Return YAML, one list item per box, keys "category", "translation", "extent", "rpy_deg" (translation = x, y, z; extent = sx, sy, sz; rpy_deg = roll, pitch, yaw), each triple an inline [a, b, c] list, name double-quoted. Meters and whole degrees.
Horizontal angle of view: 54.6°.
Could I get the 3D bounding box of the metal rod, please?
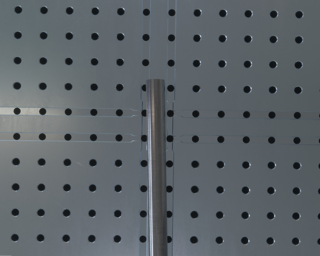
- category: "metal rod"
  translation: [-0.004, 0.086, 0.413]
  extent: [0.025, 0.025, 0.298]
  rpy_deg: [-1, 90, 0]
